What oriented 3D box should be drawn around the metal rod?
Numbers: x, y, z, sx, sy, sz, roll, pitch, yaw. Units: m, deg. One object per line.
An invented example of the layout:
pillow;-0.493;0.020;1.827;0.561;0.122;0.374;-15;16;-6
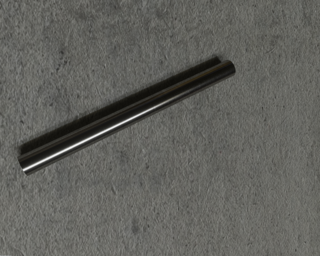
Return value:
metal rod;-0.028;-0.021;0.398;0.302;0.025;0.025;-27;99;-18
